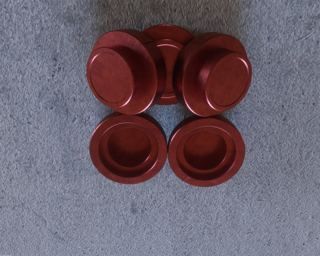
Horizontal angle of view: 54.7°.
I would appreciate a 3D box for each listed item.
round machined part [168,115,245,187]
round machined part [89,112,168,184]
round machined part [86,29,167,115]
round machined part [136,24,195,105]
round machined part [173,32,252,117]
[{"bbox_3d":[0.059,0.026,0.412,0.099,0.042,0.097,0,110,-1],"label":"round machined part"},{"bbox_3d":[-0.040,0.022,0.409,0.099,0.042,0.097,0,110,-1],"label":"round machined part"},{"bbox_3d":[-0.045,-0.061,0.353,0.098,0.042,0.097,14,118,30],"label":"round machined part"},{"bbox_3d":[0.006,-0.074,0.374,0.099,0.042,0.097,0,110,-1],"label":"round machined part"},{"bbox_3d":[0.067,-0.058,0.358,0.099,0.042,0.097,-15,120,-28],"label":"round machined part"}]
